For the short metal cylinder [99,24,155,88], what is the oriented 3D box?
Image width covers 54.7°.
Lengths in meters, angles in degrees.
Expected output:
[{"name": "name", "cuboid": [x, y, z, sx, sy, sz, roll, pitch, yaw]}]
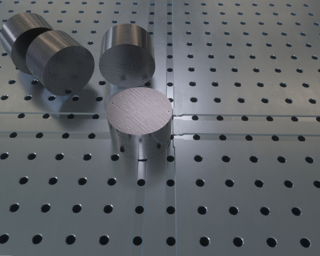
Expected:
[{"name": "short metal cylinder", "cuboid": [-0.048, -0.106, 0.461, 0.081, 0.080, 0.050, -3, 50, -2]}]

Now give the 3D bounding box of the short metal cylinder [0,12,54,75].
[{"name": "short metal cylinder", "cuboid": [-0.196, -0.130, 0.479, 0.081, 0.080, 0.050, -29, 56, -22]}]

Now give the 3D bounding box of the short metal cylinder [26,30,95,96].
[{"name": "short metal cylinder", "cuboid": [-0.143, -0.094, 0.449, 0.080, 0.080, 0.050, -34, 58, -25]}]

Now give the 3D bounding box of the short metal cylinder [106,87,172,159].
[{"name": "short metal cylinder", "cuboid": [-0.025, -0.007, 0.397, 0.081, 0.050, 0.080, 0, 50, 0]}]
